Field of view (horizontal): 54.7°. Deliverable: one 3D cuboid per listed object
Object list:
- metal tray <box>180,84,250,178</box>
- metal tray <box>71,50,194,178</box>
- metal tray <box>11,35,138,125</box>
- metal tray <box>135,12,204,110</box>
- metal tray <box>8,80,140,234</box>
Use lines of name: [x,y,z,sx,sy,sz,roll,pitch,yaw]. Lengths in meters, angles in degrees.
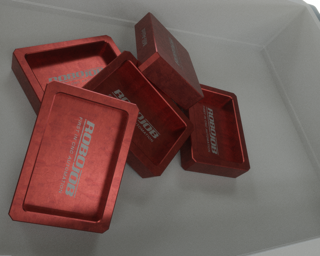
metal tray: [0.073,0.001,0.441,0.091,0.030,0.130,12,57,-22]
metal tray: [-0.028,-0.015,0.368,0.130,0.030,0.090,48,56,-14]
metal tray: [-0.101,-0.065,0.386,0.131,0.030,0.090,-23,74,-36]
metal tray: [0.010,-0.093,0.420,0.090,0.030,0.130,38,27,-32]
metal tray: [-0.081,0.029,0.303,0.091,0.030,0.129,16,84,-19]
